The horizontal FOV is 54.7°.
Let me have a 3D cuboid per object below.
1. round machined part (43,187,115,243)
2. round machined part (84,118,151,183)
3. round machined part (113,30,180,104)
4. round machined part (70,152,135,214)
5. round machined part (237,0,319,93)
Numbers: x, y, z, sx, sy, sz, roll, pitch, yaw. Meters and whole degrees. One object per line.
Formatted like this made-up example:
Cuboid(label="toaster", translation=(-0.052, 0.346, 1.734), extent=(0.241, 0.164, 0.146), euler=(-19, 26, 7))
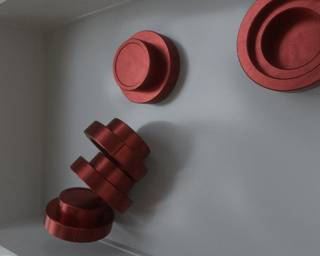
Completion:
Cuboid(label="round machined part", translation=(-0.115, 0.120, 0.451), extent=(0.098, 0.099, 0.042), euler=(23, 105, 37))
Cuboid(label="round machined part", translation=(-0.051, 0.024, 0.412), extent=(0.098, 0.098, 0.042), euler=(34, 73, 34))
Cuboid(label="round machined part", translation=(-0.025, -0.082, 0.414), extent=(0.098, 0.042, 0.097), euler=(0, 90, 39))
Cuboid(label="round machined part", translation=(-0.073, 0.070, 0.430), extent=(0.098, 0.098, 0.042), euler=(33, 75, 34))
Cuboid(label="round machined part", translation=(0.127, -0.081, 0.291), extent=(0.098, 0.042, 0.097), euler=(0, 90, 39))
